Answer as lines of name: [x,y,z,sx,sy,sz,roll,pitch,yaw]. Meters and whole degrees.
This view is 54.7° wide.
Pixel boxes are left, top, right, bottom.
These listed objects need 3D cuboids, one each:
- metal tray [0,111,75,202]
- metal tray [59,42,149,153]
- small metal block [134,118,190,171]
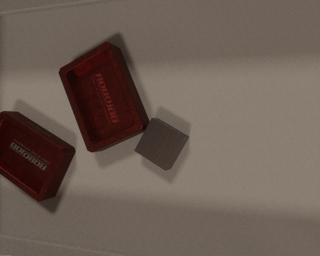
metal tray: [-0.204,0.041,0.477,0.130,0.030,0.090,29,99,17]
metal tray: [-0.079,-0.041,0.434,0.090,0.030,0.129,-25,82,18]
small metal block: [0.002,0.021,0.409,0.050,0.025,0.050,31,100,17]
